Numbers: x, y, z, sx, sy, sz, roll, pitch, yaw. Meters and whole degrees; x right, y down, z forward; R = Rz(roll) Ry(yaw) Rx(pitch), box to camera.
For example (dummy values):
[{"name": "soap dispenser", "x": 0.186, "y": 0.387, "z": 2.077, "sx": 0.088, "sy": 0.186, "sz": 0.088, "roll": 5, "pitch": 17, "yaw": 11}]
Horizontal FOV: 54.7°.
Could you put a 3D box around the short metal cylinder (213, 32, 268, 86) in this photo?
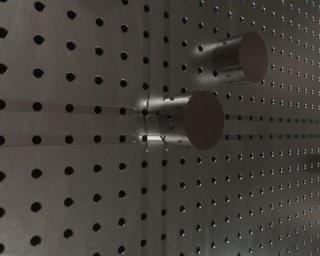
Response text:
[{"name": "short metal cylinder", "x": 0.132, "y": -0.111, "z": 0.506, "sx": 0.081, "sy": 0.050, "sz": 0.079, "roll": 0, "pitch": 90, "yaw": -40}]

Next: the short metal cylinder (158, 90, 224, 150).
[{"name": "short metal cylinder", "x": 0.044, "y": -0.011, "z": 0.432, "sx": 0.081, "sy": 0.050, "sz": 0.079, "roll": 0, "pitch": 90, "yaw": -40}]
